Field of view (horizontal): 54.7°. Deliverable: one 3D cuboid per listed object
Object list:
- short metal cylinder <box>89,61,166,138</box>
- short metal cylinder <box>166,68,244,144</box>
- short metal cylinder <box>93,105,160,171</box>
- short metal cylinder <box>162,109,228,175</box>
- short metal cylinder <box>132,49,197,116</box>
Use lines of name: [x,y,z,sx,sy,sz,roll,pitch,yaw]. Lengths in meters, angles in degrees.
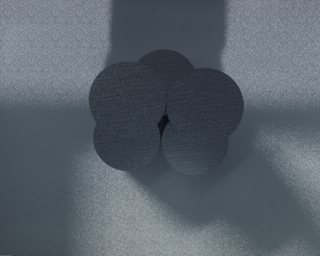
short metal cylinder: [-0.034,-0.030,0.347,0.081,0.050,0.080,0,90,0]
short metal cylinder: [0.047,-0.023,0.347,0.081,0.050,0.080,0,90,0]
short metal cylinder: [-0.040,0.011,0.397,0.081,0.050,0.080,0,90,0]
short metal cylinder: [0.042,0.017,0.397,0.081,0.050,0.080,0,90,0]
short metal cylinder: [0.005,-0.055,0.397,0.081,0.050,0.080,0,90,0]
